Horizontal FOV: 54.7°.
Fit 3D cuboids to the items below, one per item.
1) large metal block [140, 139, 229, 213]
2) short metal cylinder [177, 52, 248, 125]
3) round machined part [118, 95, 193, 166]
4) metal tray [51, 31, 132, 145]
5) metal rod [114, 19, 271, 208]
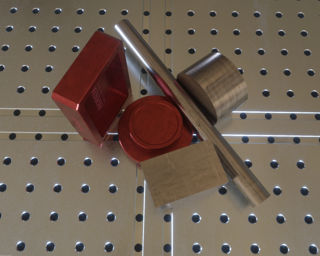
[{"bbox_3d":[0.025,0.059,0.361,0.081,0.080,0.050,-18,71,-7],"label":"large metal block"},{"bbox_3d":[0.066,-0.050,0.400,0.050,0.080,0.080,-35,74,-12],"label":"short metal cylinder"},{"bbox_3d":[-0.006,0.001,0.402,0.099,0.042,0.098,0,70,-1],"label":"round machined part"},{"bbox_3d":[-0.073,-0.040,0.370,0.030,0.130,0.090,26,72,9],"label":"metal tray"},{"bbox_3d":[0.032,-0.030,0.401,0.025,0.025,0.299,-34,74,-12],"label":"metal rod"}]
